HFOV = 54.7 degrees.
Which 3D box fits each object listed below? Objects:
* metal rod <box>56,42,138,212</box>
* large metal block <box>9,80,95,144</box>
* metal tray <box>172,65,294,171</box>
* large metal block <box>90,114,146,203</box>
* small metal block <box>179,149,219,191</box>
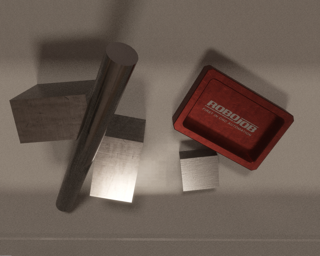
[{"bbox_3d":[-0.084,0.027,0.342,0.025,0.025,0.298,24,139,-9],"label":"metal rod"},{"bbox_3d":[-0.117,-0.023,0.372,0.081,0.080,0.050,-4,110,1],"label":"large metal block"},{"bbox_3d":[0.093,-0.012,0.405,0.131,0.030,0.090,28,107,-11],"label":"metal tray"},{"bbox_3d":[-0.051,0.035,0.394,0.050,0.080,0.079,10,110,-4],"label":"large metal block"},{"bbox_3d":[0.055,0.058,0.434,0.050,0.025,0.050,-6,110,2],"label":"small metal block"}]
